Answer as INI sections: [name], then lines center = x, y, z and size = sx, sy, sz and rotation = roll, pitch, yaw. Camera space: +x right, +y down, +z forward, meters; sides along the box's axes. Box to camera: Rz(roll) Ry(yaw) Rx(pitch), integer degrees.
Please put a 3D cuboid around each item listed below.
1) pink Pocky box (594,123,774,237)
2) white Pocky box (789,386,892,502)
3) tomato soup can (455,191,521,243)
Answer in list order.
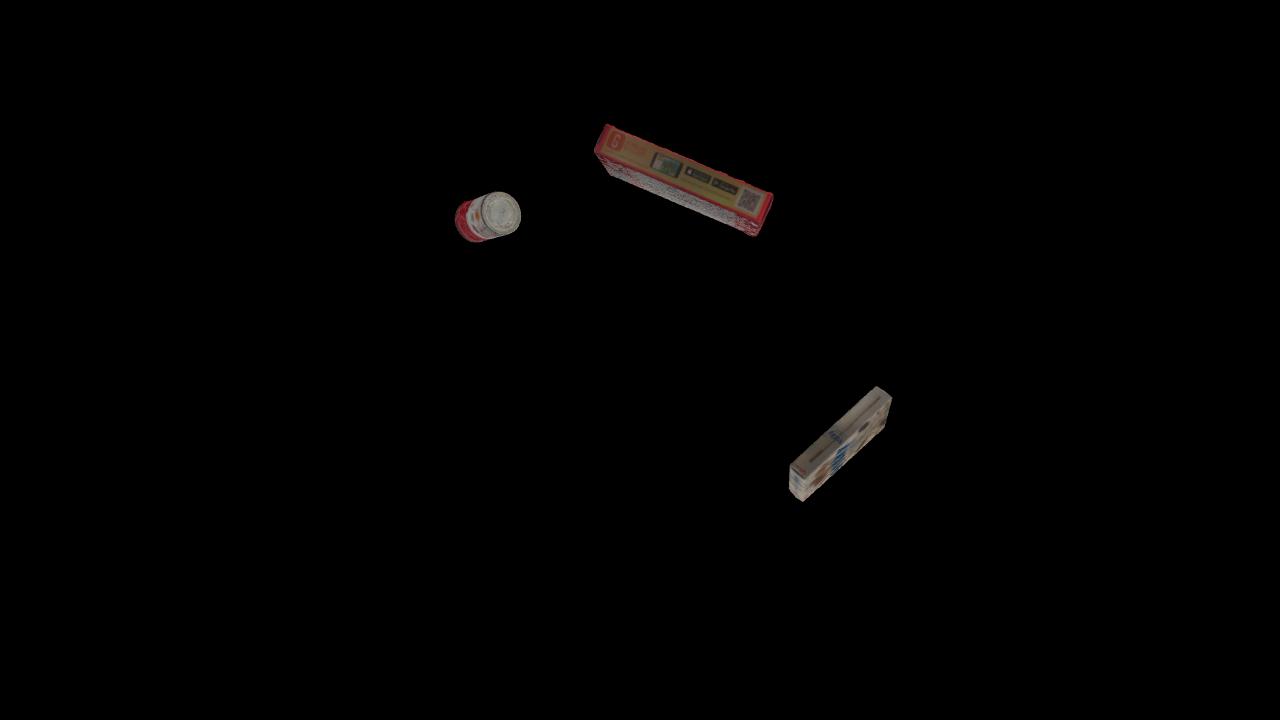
[pink Pocky box]
center = 0.040, -0.156, 0.544
size = 0.155, 0.029, 0.084
rotation = 25, 7, 6
[white Pocky box]
center = 0.248, 0.105, 0.765
size = 0.028, 0.154, 0.084
rotation = 44, -14, 31
[tomato soup can]
center = -0.238, -0.223, 0.961
size = 0.068, 0.068, 0.101
rotation = 0, 3, -38
